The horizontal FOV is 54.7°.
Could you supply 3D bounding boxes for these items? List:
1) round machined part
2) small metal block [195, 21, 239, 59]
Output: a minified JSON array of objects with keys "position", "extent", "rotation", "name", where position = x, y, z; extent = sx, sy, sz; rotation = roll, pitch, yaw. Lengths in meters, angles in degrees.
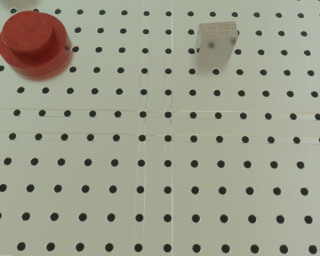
[{"position":[-0.185,-0.129,0.448],"extent":[0.099,0.042,0.098],"rotation":[0,70,-1],"name":"round machined part"},{"position":[0.080,-0.125,0.445],"extent":[0.050,0.050,0.025],"rotation":[-5,70,-2],"name":"small metal block"}]
